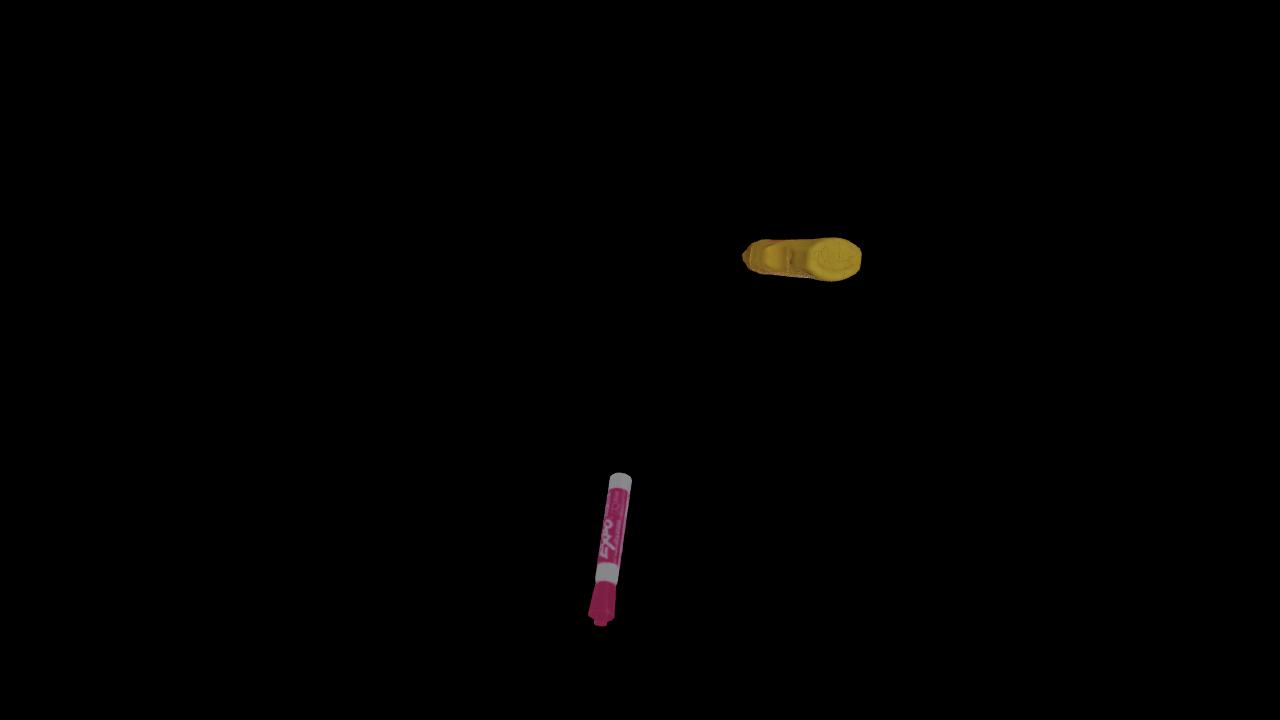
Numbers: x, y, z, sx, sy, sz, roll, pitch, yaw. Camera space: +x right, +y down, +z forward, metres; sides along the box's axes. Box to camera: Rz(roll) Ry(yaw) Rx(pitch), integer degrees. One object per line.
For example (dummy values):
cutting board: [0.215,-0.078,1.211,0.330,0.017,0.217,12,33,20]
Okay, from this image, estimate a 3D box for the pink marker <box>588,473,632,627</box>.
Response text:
pink marker: [-0.022,0.142,0.471,0.020,0.121,0.020,4,-44,4]

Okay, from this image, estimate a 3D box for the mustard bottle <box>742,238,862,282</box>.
mustard bottle: [0.198,-0.137,0.829,0.092,0.054,0.184,-9,14,-26]
